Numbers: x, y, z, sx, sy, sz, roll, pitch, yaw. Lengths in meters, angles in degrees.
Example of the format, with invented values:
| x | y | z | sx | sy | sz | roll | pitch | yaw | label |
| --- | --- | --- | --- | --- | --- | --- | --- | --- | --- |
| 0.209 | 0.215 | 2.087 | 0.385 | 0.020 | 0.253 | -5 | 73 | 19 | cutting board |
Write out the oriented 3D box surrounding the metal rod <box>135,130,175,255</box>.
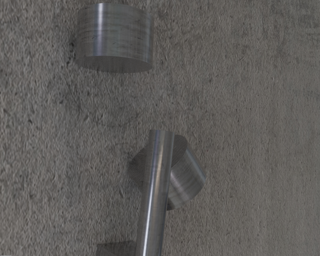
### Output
| x | y | z | sx | sy | sz | roll | pitch | yaw | label |
| --- | --- | --- | --- | --- | --- | --- | --- | --- | --- |
| -0.015 | 0.151 | 0.288 | 0.025 | 0.025 | 0.298 | 11 | 83 | -40 | metal rod |

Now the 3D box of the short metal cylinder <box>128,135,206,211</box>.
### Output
| x | y | z | sx | sy | sz | roll | pitch | yaw | label |
| --- | --- | --- | --- | --- | --- | --- | --- | --- | --- |
| 0.009 | 0.053 | 0.376 | 0.080 | 0.080 | 0.050 | -47 | 118 | -30 | short metal cylinder |

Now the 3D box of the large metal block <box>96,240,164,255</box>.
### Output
| x | y | z | sx | sy | sz | roll | pitch | yaw | label |
| --- | --- | --- | --- | --- | --- | --- | --- | --- | --- |
| -0.033 | 0.179 | 0.342 | 0.050 | 0.080 | 0.080 | 11 | 83 | -40 | large metal block |

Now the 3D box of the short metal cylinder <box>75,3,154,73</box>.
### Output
| x | y | z | sx | sy | sz | roll | pitch | yaw | label |
| --- | --- | --- | --- | --- | --- | --- | --- | --- | --- |
| -0.047 | -0.091 | 0.329 | 0.081 | 0.080 | 0.050 | 3 | 88 | -40 | short metal cylinder |
